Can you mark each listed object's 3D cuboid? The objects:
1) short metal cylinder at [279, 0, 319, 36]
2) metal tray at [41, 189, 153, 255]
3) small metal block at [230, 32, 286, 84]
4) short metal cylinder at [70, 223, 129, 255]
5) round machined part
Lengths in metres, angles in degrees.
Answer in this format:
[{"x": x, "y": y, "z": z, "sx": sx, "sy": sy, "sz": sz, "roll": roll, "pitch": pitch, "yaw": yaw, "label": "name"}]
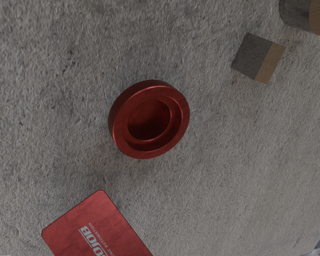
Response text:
[{"x": 0.204, "y": -0.165, "z": 0.400, "sx": 0.081, "sy": 0.050, "sz": 0.079, "roll": -14, "pitch": 124, "yaw": -21, "label": "short metal cylinder"}, {"x": -0.073, "y": 0.156, "z": 0.389, "sx": 0.091, "sy": 0.130, "sz": 0.030, "roll": -35, "pitch": 171, "yaw": -26, "label": "metal tray"}, {"x": 0.126, "y": -0.091, "z": 0.403, "sx": 0.025, "sy": 0.050, "sz": 0.050, "roll": 8, "pitch": 114, "yaw": -32, "label": "small metal block"}, {"x": -0.084, "y": 0.168, "z": 0.430, "sx": 0.050, "sy": 0.080, "sz": 0.080, "roll": 16, "pitch": 110, "yaw": -35, "label": "short metal cylinder"}, {"x": -0.016, "y": -0.014, "z": 0.379, "sx": 0.099, "sy": 0.042, "sz": 0.097, "roll": -14, "pitch": 124, "yaw": -21, "label": "round machined part"}]
